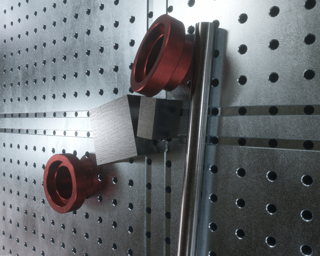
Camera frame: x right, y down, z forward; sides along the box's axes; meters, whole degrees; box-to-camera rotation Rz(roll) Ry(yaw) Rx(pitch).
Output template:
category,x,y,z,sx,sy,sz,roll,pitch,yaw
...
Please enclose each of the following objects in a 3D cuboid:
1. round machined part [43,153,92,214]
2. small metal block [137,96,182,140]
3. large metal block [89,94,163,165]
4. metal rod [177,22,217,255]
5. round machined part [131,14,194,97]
category,x,y,z,sx,sy,sz,roll,pitch,yaw
round machined part,-0.152,0.091,0.524,0.098,0.042,0.097,0,90,40
small metal block,0.000,-0.013,0.393,0.025,0.050,0.050,12,98,39
large metal block,-0.049,0.005,0.434,0.080,0.050,0.080,-17,79,38
metal rod,0.043,0.027,0.373,0.025,0.025,0.298,7,95,40
round machined part,0.004,-0.083,0.377,0.097,0.042,0.098,-45,35,44
